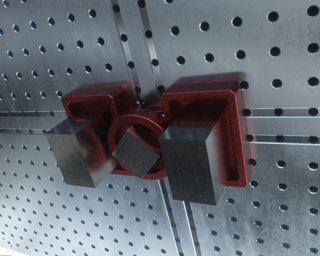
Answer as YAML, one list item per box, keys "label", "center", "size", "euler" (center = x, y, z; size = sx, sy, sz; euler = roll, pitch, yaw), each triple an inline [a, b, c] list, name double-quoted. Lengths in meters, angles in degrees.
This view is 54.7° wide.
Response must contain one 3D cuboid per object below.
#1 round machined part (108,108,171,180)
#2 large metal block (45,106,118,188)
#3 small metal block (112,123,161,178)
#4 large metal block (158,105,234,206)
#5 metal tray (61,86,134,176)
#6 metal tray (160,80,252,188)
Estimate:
- label: "round machined part"
  center: [-0.016, 0.017, 0.408]
  size: [0.098, 0.042, 0.097]
  euler: [13, 124, 21]
- label: "large metal block"
  center: [-0.097, 0.023, 0.424]
  size: [0.050, 0.080, 0.080]
  euler: [1, 119, 28]
- label: "small metal block"
  center: [-0.025, 0.027, 0.389]
  size: [0.050, 0.025, 0.050]
  euler: [38, 129, 2]
- label: "large metal block"
  center: [0.046, 0.027, 0.351]
  size: [0.050, 0.080, 0.080]
  euler: [2, 119, 28]
- label: "metal tray"
  center: [-0.081, 0.007, 0.454]
  size: [0.090, 0.030, 0.129]
  euler: [1, 119, 28]
- label: "metal tray"
  center: [0.059, 0.010, 0.382]
  size: [0.090, 0.030, 0.129]
  euler: [0, 118, 28]
